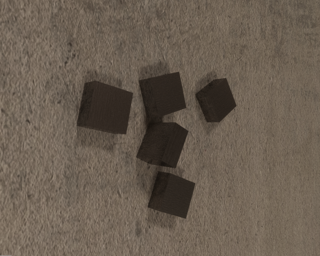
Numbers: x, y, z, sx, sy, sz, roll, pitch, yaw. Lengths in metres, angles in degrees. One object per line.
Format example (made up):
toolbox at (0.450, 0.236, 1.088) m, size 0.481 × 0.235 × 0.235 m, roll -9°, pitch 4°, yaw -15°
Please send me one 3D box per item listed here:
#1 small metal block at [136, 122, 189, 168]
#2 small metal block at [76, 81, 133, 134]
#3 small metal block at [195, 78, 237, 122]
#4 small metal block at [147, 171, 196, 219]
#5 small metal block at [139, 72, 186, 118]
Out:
small metal block at (0.003, 0.021, 0.393) m, size 0.025 × 0.050 × 0.050 m, roll 33°, pitch 70°, yaw -36°
small metal block at (-0.062, -0.022, 0.354) m, size 0.050 × 0.025 × 0.050 m, roll 15°, pitch 81°, yaw -39°
small metal block at (0.088, -0.043, 0.481) m, size 0.050 × 0.025 × 0.050 m, roll -40°, pitch 115°, yaw -33°
small metal block at (0.017, 0.091, 0.421) m, size 0.050 × 0.025 × 0.050 m, roll 28°, pitch 73°, yaw -37°
small metal block at (0.004, -0.044, 0.410) m, size 0.050 × 0.025 × 0.050 m, roll -21°, pitch 103°, yaw -38°
